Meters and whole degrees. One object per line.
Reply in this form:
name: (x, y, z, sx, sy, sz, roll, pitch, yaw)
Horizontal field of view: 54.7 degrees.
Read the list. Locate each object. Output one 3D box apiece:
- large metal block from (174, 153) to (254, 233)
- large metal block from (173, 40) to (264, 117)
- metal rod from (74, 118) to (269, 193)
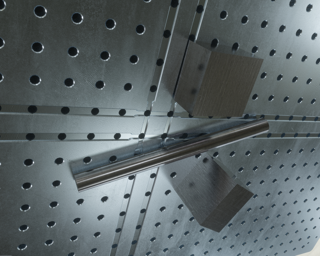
large metal block: (0.082, 0.099, 0.482, 0.050, 0.080, 0.080, 33, 100, -38)
large metal block: (0.073, -0.061, 0.396, 0.081, 0.050, 0.079, 0, 118, -29)
metal rod: (0.030, 0.033, 0.447, 0.302, 0.025, 0.025, -15, 125, -20)
